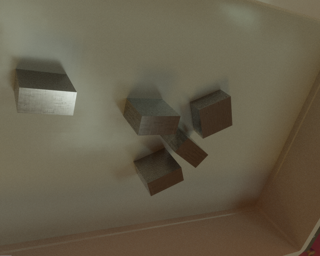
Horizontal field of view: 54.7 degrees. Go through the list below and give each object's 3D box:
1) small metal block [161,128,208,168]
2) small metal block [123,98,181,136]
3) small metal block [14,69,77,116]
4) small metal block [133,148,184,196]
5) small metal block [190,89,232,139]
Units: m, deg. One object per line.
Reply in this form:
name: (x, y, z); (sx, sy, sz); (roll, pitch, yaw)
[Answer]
small metal block: (0.032, 0.022, 0.425); (0.025, 0.050, 0.050); (-47, 130, 5)
small metal block: (-0.011, -0.015, 0.379); (0.050, 0.050, 0.025); (-1, 119, -28)
small metal block: (-0.115, -0.036, 0.308); (0.050, 0.050, 0.025); (2, 118, -30)
small metal block: (-0.002, 0.060, 0.430); (0.050, 0.050, 0.025); (-23, 127, -15)
small metal block: (0.073, -0.020, 0.439); (0.050, 0.025, 0.050); (-24, 127, -15)
